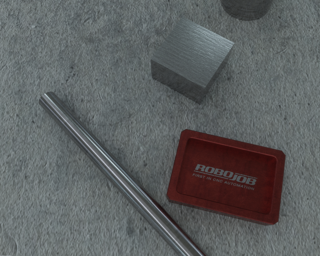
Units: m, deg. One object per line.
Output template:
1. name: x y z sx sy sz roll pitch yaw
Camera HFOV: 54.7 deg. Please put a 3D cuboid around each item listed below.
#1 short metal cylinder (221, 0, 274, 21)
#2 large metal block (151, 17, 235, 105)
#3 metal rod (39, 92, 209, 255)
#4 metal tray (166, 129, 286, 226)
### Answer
1. short metal cylinder: 0.137 -0.213 0.474 0.081 0.050 0.080 0 70 0
2. large metal block: 0.043 -0.093 0.429 0.080 0.050 0.080 31 73 10
3. metal rod: -0.049 0.061 0.385 0.025 0.025 0.300 -42 76 -14
4. metal tray: 0.081 0.060 0.383 0.131 0.030 0.090 13 70 4
